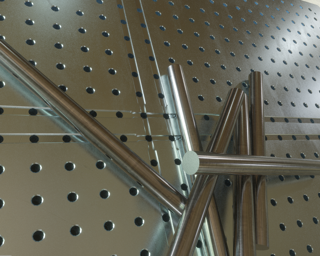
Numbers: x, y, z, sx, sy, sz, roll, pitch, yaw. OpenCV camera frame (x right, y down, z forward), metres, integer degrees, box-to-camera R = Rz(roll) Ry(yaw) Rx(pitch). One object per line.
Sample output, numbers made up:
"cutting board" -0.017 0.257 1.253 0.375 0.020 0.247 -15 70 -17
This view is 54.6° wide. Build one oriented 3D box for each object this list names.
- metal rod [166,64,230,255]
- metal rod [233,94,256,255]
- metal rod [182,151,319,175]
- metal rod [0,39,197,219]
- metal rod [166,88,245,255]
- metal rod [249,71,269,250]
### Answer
"metal rod" 0.047 0.042 0.407 0.025 0.025 0.299 3 60 -27
"metal rod" 0.109 0.063 0.411 0.025 0.025 0.300 24 48 -14
"metal rod" 0.148 0.051 0.415 0.302 0.025 0.025 7 58 -39
"metal rod" -0.078 0.004 0.363 0.300 0.025 0.025 41 51 0
"metal rod" 0.059 0.053 0.373 0.025 0.025 0.301 34 51 -6
"metal rod" 0.147 0.027 0.469 0.025 0.025 0.300 22 53 -15
